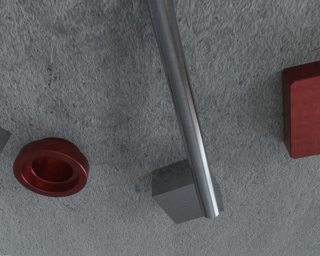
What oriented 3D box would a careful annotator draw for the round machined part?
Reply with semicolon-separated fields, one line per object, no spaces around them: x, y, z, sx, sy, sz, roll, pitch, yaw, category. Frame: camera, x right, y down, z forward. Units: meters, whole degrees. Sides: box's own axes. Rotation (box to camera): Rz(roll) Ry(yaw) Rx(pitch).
-0.150;0.051;0.438;0.099;0.042;0.097;0;130;0;round machined part

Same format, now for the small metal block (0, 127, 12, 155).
-0.231;0.018;0.403;0.050;0.050;0.025;35;122;-26;small metal block

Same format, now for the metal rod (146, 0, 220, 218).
0.032;-0.011;0.359;0.025;0.025;0.298;-12;118;9;metal rod

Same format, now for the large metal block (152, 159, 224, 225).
0.042;0.095;0.472;0.080;0.050;0.080;-22;127;17;large metal block

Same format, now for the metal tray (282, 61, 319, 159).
0.205;-0.022;0.387;0.090;0.030;0.129;-12;129;10;metal tray
